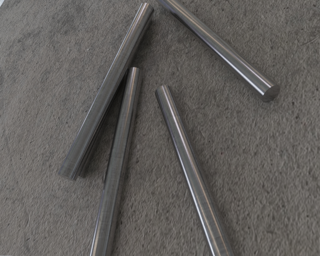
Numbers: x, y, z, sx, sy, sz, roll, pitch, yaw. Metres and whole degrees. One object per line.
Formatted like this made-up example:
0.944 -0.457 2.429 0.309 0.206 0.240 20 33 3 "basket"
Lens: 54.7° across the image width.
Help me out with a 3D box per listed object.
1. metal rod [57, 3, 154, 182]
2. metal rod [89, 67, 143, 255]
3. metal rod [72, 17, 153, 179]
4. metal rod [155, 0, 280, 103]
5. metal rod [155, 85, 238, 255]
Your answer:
-0.070 -0.066 0.453 0.025 0.025 0.300 7 64 31 "metal rod"
-0.055 0.045 0.405 0.025 0.025 0.299 -7 58 25 "metal rod"
-0.071 -0.066 0.481 0.025 0.025 0.300 6 64 31 "metal rod"
0.065 -0.137 0.453 0.025 0.025 0.300 -36 51 4 "metal rod"
0.042 0.064 0.342 0.025 0.025 0.299 -27 52 12 "metal rod"
